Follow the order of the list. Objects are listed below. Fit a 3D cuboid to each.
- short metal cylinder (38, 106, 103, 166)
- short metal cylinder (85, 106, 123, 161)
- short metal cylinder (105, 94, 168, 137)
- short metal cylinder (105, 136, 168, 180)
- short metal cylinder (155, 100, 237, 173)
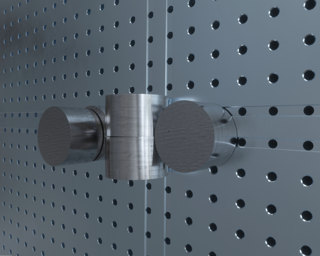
[{"bbox_3d":[-0.125,0.011,0.429,0.080,0.050,0.079,0,90,40],"label":"short metal cylinder"},{"bbox_3d":[-0.082,0.008,0.461,0.080,0.050,0.079,0,90,39],"label":"short metal cylinder"},{"bbox_3d":[-0.030,-0.016,0.399,0.080,0.081,0.050,1,92,40],"label":"short metal cylinder"},{"bbox_3d":[-0.030,0.036,0.398,0.080,0.081,0.050,-1,89,40],"label":"short metal cylinder"},{"bbox_3d":[0.041,0.009,0.359,0.080,0.050,0.079,0,90,39],"label":"short metal cylinder"}]
